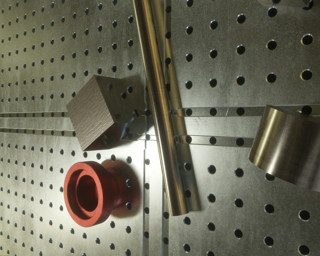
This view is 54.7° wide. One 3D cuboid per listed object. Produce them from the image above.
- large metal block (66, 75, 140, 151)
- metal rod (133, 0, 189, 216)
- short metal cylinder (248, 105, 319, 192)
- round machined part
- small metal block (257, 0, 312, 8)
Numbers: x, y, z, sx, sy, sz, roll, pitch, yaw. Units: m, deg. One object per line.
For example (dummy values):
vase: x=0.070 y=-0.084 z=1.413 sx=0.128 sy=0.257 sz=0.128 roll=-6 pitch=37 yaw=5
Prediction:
large metal block: x=-0.087 y=-0.020 z=0.462 sx=0.080 sy=0.050 sz=0.080 roll=-38 pitch=67 yaw=33
metal rod: x=-0.001 y=-0.038 z=0.408 sx=0.025 sy=0.025 sz=0.298 roll=-16 pitch=80 yaw=38
short metal cylinder: x=0.125 y=0.015 z=0.270 sx=0.080 sy=0.081 sz=0.050 roll=25 pitch=106 yaw=37
round machined part: x=-0.104 y=0.100 z=0.481 sx=0.098 sy=0.042 sz=0.097 roll=0 pitch=90 yaw=39
small metal block: x=0.126 y=-0.149 z=0.304 sx=0.050 sy=0.025 sz=0.050 roll=24 pitch=105 yaw=37
